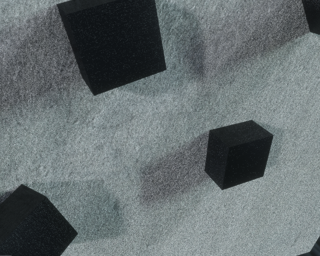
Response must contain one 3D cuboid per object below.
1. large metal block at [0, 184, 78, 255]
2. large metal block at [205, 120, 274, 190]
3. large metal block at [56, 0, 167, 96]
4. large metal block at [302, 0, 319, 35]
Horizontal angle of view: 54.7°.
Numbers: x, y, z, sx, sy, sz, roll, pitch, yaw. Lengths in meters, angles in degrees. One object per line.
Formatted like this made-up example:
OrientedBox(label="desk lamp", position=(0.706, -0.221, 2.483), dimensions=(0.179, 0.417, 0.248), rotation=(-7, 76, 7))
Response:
OrientedBox(label="large metal block", position=(-0.157, 0.127, 0.363), dimensions=(0.080, 0.050, 0.080), rotation=(-51, 137, -32))
OrientedBox(label="large metal block", position=(0.121, 0.041, 0.485), dimensions=(0.081, 0.050, 0.079), rotation=(-13, 124, -22))
OrientedBox(label="large metal block", position=(-0.046, -0.090, 0.311), dimensions=(0.081, 0.050, 0.080), rotation=(-23, 127, -15))
OrientedBox(label="large metal block", position=(0.238, -0.163, 0.403), dimensions=(0.050, 0.080, 0.080), rotation=(-42, 130, 0))
